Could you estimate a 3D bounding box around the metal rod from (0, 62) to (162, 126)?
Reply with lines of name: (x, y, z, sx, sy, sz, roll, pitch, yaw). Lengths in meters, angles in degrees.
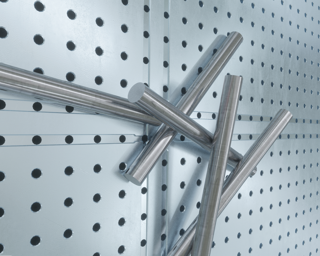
metal rod: (-0.116, -0.040, 0.312, 0.302, 0.025, 0.025, 13, 82, -40)

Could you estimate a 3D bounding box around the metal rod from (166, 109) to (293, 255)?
metal rod: (0.113, 0.082, 0.472, 0.301, 0.025, 0.025, -47, 119, -18)

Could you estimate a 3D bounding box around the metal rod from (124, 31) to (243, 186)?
metal rod: (0.047, -0.043, 0.450, 0.025, 0.025, 0.301, 52, 59, -28)

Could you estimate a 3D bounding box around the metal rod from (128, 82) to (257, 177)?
metal rod: (0.067, 0.017, 0.442, 0.301, 0.025, 0.025, 31, 70, -44)

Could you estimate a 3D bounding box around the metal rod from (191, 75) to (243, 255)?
metal rod: (0.073, 0.076, 0.421, 0.025, 0.025, 0.298, 13, 87, -40)
